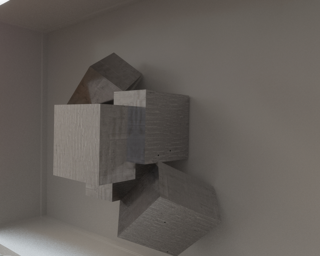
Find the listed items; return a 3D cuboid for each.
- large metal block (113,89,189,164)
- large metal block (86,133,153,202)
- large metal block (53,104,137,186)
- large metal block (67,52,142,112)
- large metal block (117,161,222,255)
[{"bbox_3d":[-0.009,-0.002,0.375,0.050,0.081,0.080,1,91,40],"label":"large metal block"},{"bbox_3d":[-0.049,0.047,0.410,0.050,0.081,0.080,1,91,40],"label":"large metal block"},{"bbox_3d":[-0.073,0.015,0.344,0.080,0.050,0.079,2,92,40],"label":"large metal block"},{"bbox_3d":[-0.077,-0.048,0.423,0.050,0.080,0.080,37,118,-5],"label":"large metal block"},{"bbox_3d":[0.009,0.094,0.352,0.080,0.080,0.050,-49,26,29],"label":"large metal block"}]
